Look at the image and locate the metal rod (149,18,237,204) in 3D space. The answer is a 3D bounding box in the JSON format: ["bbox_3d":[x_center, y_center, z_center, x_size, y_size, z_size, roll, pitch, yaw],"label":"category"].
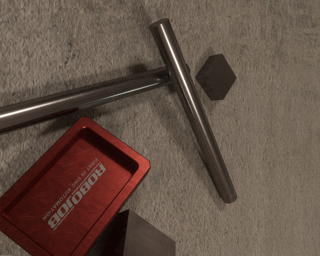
[{"bbox_3d":[0.056,-0.005,0.432,0.025,0.025,0.299,-45,124,-31],"label":"metal rod"}]

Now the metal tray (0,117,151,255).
[{"bbox_3d":[-0.082,0.062,0.302,0.090,0.030,0.130,35,62,6],"label":"metal tray"}]

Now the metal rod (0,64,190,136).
[{"bbox_3d":[-0.077,-0.035,0.341,0.302,0.025,0.025,-22,105,-38],"label":"metal rod"}]

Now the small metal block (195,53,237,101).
[{"bbox_3d":[0.088,-0.078,0.481,0.050,0.025,0.050,50,60,-29],"label":"small metal block"}]

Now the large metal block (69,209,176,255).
[{"bbox_3d":[-0.040,0.138,0.328,0.080,0.080,0.050,46,30,-31],"label":"large metal block"}]
